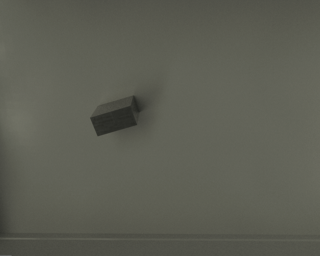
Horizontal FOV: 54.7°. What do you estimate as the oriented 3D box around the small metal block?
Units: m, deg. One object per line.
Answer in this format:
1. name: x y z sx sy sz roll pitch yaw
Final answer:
1. small metal block: -0.055 -0.017 0.391 0.050 0.050 0.025 -16 110 5
